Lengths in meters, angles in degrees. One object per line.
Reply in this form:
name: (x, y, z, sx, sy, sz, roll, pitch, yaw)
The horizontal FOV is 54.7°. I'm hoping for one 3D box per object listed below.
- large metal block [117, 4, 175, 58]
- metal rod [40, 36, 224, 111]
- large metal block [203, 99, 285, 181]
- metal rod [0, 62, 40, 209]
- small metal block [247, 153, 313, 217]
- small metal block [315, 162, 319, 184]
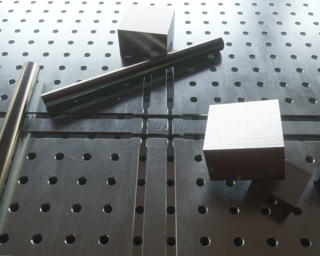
large metal block: (-0.021, -0.165, 0.530, 0.080, 0.050, 0.080, 8, 50, 6)
metal rod: (-0.031, -0.090, 0.482, 0.302, 0.025, 0.025, -22, 54, -18)
large metal block: (0.098, 0.014, 0.360, 0.080, 0.050, 0.080, -4, 39, 18)
metal rod: (-0.191, 0.020, 0.388, 0.025, 0.025, 0.300, -3, 50, -2)
small metal block: (0.137, 0.064, 0.355, 0.050, 0.025, 0.050, 31, 57, 23)
small metal block: (0.213, 0.048, 0.352, 0.050, 0.050, 0.025, 16, 52, 13)
